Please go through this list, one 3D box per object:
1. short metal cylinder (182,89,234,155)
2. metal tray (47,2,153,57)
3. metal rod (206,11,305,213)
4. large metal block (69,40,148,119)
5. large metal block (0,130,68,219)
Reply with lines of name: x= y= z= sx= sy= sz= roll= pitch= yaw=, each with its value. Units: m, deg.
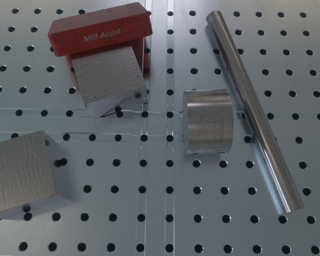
short metal cylinder: x=0.057 y=-0.008 z=0.386 sx=0.050 sy=0.080 sz=0.080 roll=-2 pitch=70 yaw=-1
metal tray: x=-0.083 y=-0.141 z=0.433 sx=0.131 sy=0.030 sz=0.090 roll=-15 pitch=32 yaw=-6
metal rod: x=0.123 y=-0.035 z=0.425 sx=0.025 sy=0.025 sz=0.299 roll=-15 pitch=71 yaw=-5
large metal block: x=-0.068 y=-0.068 z=0.423 sx=0.080 sy=0.050 sz=0.080 roll=-18 pitch=71 yaw=-7
large metal block: x=-0.166 y=0.058 z=0.376 sx=0.080 sy=0.050 sz=0.080 roll=-16 pitch=71 yaw=-6
